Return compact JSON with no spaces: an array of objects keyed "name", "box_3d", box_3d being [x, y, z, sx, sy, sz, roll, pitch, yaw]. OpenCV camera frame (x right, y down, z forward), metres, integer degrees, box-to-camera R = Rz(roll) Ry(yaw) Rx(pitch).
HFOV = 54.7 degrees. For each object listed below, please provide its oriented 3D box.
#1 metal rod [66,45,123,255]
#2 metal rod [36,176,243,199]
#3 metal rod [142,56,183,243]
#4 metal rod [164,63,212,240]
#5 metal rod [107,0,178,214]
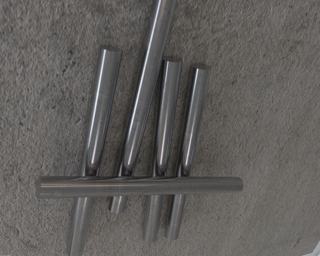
[{"name":"metal rod","box_3d":[-0.087,0.047,0.387,0.025,0.025,0.298,1,118,-29]},{"name":"metal rod","box_3d":[-0.004,0.078,0.418,0.302,0.025,0.025,6,116,-31]},{"name":"metal rod","box_3d":[-0.001,0.048,0.435,0.025,0.025,0.298,-8,122,-25]},{"name":"metal rod","box_3d":[0.036,0.053,0.458,0.025,0.025,0.298,-7,122,-25]},{"name":"metal rod","box_3d":[-0.027,-0.017,0.381,0.025,0.025,0.298,1,118,-29]}]
